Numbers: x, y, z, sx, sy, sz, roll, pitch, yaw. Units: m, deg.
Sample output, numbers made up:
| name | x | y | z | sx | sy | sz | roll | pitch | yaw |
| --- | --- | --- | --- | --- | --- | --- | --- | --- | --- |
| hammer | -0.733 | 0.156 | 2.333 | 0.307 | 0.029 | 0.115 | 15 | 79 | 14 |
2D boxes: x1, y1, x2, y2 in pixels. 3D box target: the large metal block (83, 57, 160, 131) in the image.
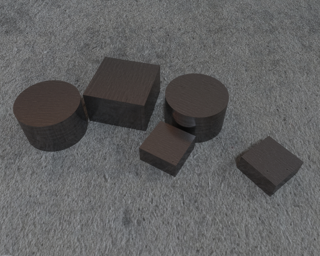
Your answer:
| name | x | y | z | sx | sy | sz | roll | pitch | yaw |
| --- | --- | --- | --- | --- | --- | --- | --- | --- | --- |
| large metal block | -0.048 | -0.048 | 0.427 | 0.080 | 0.050 | 0.080 | 11 | 51 | 9 |

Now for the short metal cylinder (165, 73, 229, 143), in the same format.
| name | x | y | z | sx | sy | sz | roll | pitch | yaw |
| --- | --- | --- | --- | --- | --- | --- | --- | --- | --- |
| short metal cylinder | 0.047 | -0.027 | 0.410 | 0.081 | 0.050 | 0.080 | 0 | 50 | 0 |

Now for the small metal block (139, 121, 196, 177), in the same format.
| name | x | y | z | sx | sy | sz | roll | pitch | yaw |
| --- | --- | --- | --- | --- | --- | --- | --- | --- | --- |
| small metal block | 0.010 | 0.025 | 0.383 | 0.050 | 0.025 | 0.050 | 25 | 54 | 19 |

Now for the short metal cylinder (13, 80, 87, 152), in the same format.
| name | x | y | z | sx | sy | sz | roll | pitch | yaw |
| --- | --- | --- | --- | --- | --- | --- | --- | --- | --- |
| short metal cylinder | -0.139 | -0.016 | 0.400 | 0.081 | 0.050 | 0.080 | 0 | 50 | 0 |

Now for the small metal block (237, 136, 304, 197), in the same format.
| name | x | y | z | sx | sy | sz | roll | pitch | yaw |
| --- | --- | --- | --- | --- | --- | --- | --- | --- | --- |
| small metal block | 0.130 | 0.044 | 0.367 | 0.050 | 0.025 | 0.050 | -31 | 57 | -24 |
